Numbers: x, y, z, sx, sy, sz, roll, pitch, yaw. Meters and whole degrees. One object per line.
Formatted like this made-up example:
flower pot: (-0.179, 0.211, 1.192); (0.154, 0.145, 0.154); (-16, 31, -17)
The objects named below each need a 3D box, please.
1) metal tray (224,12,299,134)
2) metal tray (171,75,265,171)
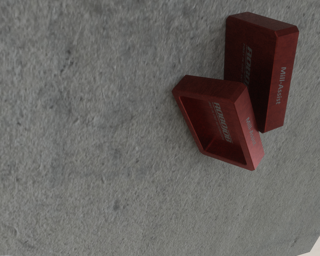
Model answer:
metal tray: (0.119, -0.069, 0.388); (0.030, 0.090, 0.129); (-18, 126, -18)
metal tray: (0.078, -0.005, 0.402); (0.030, 0.090, 0.130); (-50, 134, -24)
